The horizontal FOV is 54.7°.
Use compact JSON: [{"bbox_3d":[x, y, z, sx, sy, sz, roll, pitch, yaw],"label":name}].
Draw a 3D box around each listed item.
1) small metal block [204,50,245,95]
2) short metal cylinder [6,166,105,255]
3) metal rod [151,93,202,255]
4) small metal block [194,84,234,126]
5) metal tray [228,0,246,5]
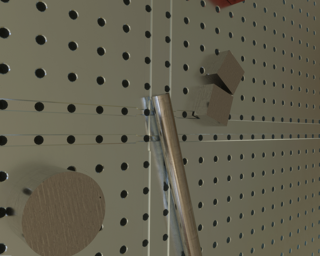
[{"bbox_3d":[0.104,-0.087,0.496,0.050,0.025,0.050,44,63,-31],"label":"small metal block"},{"bbox_3d":[-0.102,0.080,0.307,0.081,0.050,0.080,0,90,-40],"label":"short metal cylinder"},{"bbox_3d":[0.031,0.100,0.434,0.025,0.025,0.298,-20,103,-38],"label":"metal rod"},{"bbox_3d":[0.084,-0.034,0.479,0.050,0.025,0.050,25,75,-37],"label":"small metal block"},{"bbox_3d":[0.101,-0.272,0.489,0.131,0.030,0.090,26,74,-37],"label":"metal tray"}]
